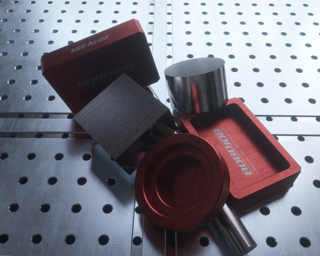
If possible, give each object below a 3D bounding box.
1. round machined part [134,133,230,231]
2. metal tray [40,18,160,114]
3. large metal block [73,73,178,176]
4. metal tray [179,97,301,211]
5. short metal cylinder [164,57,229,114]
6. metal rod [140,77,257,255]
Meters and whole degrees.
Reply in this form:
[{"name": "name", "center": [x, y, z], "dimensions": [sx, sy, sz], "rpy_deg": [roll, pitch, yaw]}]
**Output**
[{"name": "round machined part", "center": [0.026, 0.058, 0.325], "dimensions": [0.098, 0.042, 0.098], "rpy_deg": [-13, 62, 26]}, {"name": "metal tray", "center": [-0.074, -0.077, 0.406], "dimensions": [0.131, 0.090, 0.030], "rpy_deg": [-22, 54, 0]}, {"name": "large metal block", "center": [-0.039, -0.005, 0.367], "dimensions": [0.080, 0.050, 0.080], "rpy_deg": [-44, 61, -10]}, {"name": "metal tray", "center": [0.091, 0.025, 0.379], "dimensions": [0.091, 0.030, 0.130], "rpy_deg": [-20, 53, -16]}, {"name": "short metal cylinder", "center": [0.050, -0.059, 0.417], "dimensions": [0.080, 0.050, 0.080], "rpy_deg": [-10, 26, 5]}, {"name": "metal rod", "center": [0.020, 0.016, 0.388], "dimensions": [0.025, 0.025, 0.300], "rpy_deg": [-20, 53, -16]}]
